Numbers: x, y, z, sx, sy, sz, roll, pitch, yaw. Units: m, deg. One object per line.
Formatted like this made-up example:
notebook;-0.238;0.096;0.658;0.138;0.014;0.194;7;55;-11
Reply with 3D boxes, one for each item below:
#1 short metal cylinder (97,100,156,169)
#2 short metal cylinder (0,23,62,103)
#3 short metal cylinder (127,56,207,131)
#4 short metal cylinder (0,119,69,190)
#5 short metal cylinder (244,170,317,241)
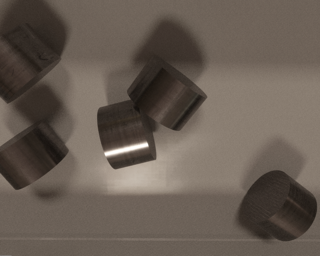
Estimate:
short metal cylinder;-0.039;0.007;0.384;0.050;0.080;0.080;-14;110;5
short metal cylinder;-0.161;-0.073;0.353;0.080;0.080;0.050;-37;106;12
short metal cylinder;0.009;-0.041;0.367;0.080;0.080;0.050;34;106;-12
short metal cylinder;-0.165;0.032;0.392;0.080;0.080;0.050;-30;108;10
short metal cylinder;0.162;0.105;0.423;0.050;0.080;0.080;36;106;-13
